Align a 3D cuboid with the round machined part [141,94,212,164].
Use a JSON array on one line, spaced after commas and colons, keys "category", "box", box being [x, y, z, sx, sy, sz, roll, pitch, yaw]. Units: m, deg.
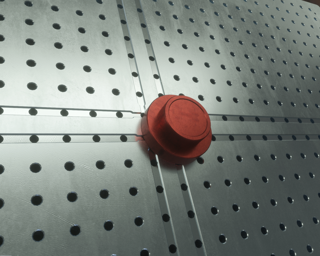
[{"category": "round machined part", "box": [0.028, -0.005, 0.415, 0.099, 0.042, 0.098, 13, 56, -21]}]
